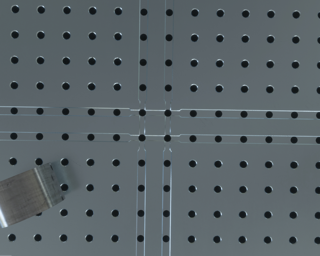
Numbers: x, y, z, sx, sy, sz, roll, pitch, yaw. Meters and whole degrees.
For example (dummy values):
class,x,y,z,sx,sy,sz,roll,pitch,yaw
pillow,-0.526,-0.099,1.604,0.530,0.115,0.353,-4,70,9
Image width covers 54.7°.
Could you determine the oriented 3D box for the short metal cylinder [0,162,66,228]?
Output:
class,x,y,z,sx,sy,sz,roll,pitch,yaw
short metal cylinder,-0.166,0.081,0.384,0.080,0.080,0.050,-22,90,0
